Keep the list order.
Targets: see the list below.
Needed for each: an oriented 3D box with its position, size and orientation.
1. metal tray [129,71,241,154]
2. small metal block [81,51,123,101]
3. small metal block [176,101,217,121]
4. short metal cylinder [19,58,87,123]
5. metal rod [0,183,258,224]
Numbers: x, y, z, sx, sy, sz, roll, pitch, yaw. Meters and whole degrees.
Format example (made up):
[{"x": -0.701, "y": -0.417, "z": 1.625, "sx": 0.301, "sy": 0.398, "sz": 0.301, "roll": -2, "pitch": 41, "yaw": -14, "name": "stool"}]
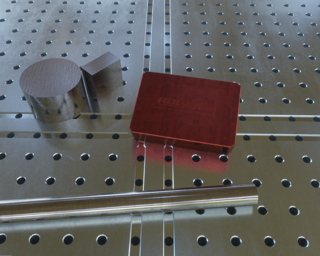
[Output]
[{"x": 0.034, "y": -0.021, "z": 0.405, "sx": 0.131, "sy": 0.030, "sz": 0.090, "roll": 9, "pitch": 69, "yaw": 6, "name": "metal tray"}, {"x": -0.083, "y": -0.076, "z": 0.454, "sx": 0.025, "sy": 0.050, "sz": 0.050, "roll": 36, "pitch": 59, "yaw": 26, "name": "small metal block"}, {"x": 0.053, "y": -0.031, "z": 0.434, "sx": 0.050, "sy": 0.025, "sz": 0.050, "roll": -18, "pitch": 53, "yaw": -15, "name": "small metal block"}, {"x": -0.147, "y": -0.053, "z": 0.434, "sx": 0.081, "sy": 0.050, "sz": 0.080, "roll": 1, "pitch": 50, "yaw": -1, "name": "short metal cylinder"}, {"x": -0.045, "y": 0.083, "z": 0.337, "sx": 0.302, "sy": 0.025, "sz": 0.025, "roll": -3, "pitch": 50, "yaw": -3, "name": "metal rod"}]
